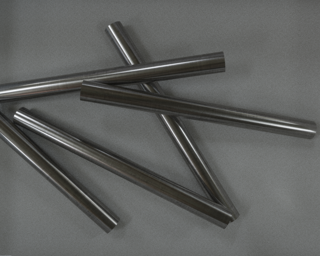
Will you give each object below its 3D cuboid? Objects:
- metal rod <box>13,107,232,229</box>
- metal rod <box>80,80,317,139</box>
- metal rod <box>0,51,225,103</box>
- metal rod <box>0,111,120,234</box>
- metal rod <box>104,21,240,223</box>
[{"bbox_3d":[-0.050,0.049,0.398,0.301,0.025,0.025,26,90,4],"label":"metal rod"},{"bbox_3d":[0.054,-0.021,0.392,0.302,0.025,0.025,9,90,-8],"label":"metal rod"},{"bbox_3d":[-0.072,-0.062,0.390,0.302,0.025,0.025,-7,90,7],"label":"metal rod"},{"bbox_3d":[-0.171,0.028,0.402,0.300,0.025,0.025,43,90,-3],"label":"metal rod"},{"bbox_3d":[0.016,-0.007,0.411,0.025,0.025,0.299,-32,90,0],"label":"metal rod"}]
